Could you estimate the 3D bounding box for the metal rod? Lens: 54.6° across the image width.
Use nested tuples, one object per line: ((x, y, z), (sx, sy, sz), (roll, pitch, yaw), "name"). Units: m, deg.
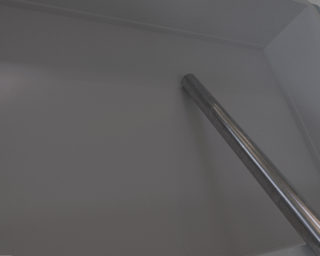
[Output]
((0.094, 0.017, 0.366), (0.025, 0.025, 0.300), (3, 35, -27), "metal rod")
